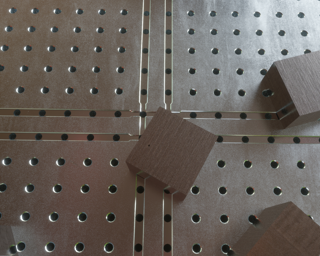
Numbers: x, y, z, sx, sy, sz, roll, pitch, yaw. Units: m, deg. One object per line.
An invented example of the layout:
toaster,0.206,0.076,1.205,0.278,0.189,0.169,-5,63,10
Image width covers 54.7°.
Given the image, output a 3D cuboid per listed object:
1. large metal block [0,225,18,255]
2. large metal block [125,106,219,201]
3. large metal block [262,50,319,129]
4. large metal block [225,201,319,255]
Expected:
large metal block,-0.210,0.143,0.328,0.080,0.080,0.050,-22,72,-8
large metal block,0.015,0.033,0.387,0.080,0.050,0.080,28,72,9
large metal block,0.199,-0.053,0.420,0.081,0.050,0.080,-15,71,-6
large metal block,0.123,0.131,0.336,0.050,0.080,0.080,43,75,13
